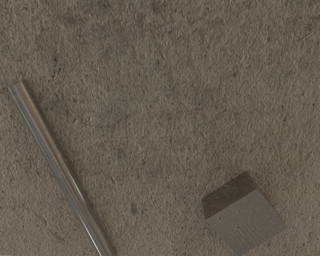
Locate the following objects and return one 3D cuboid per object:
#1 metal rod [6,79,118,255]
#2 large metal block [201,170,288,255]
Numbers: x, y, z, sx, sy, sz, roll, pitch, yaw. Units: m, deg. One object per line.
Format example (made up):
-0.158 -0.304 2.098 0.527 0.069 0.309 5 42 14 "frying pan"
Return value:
-0.129 0.076 0.435 0.025 0.025 0.298 -19 109 6 "metal rod"
0.118 0.122 0.443 0.080 0.050 0.080 -36 107 12 "large metal block"
